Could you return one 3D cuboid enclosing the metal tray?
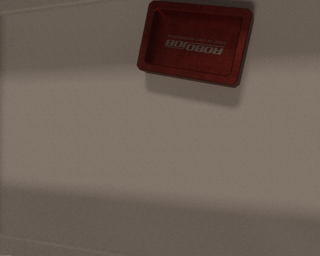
[{"bbox_3d":[0.043,-0.107,0.392,0.130,0.030,0.089,13,94,19],"label":"metal tray"}]
